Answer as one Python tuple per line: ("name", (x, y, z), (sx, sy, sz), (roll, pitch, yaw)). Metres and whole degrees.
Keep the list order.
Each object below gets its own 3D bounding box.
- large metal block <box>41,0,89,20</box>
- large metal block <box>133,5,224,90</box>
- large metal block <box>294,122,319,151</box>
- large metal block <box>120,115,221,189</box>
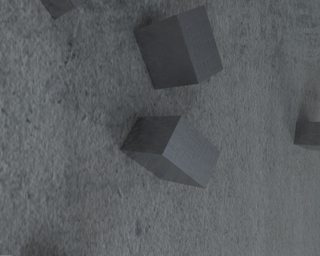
("large metal block", (-0.091, -0.170, 0.313), (0.080, 0.050, 0.080), (-47, 118, -30))
("large metal block", (0.022, -0.098, 0.390), (0.050, 0.080, 0.080), (-33, 111, -35))
("large metal block", (0.349, 0.019, 0.666), (0.081, 0.080, 0.050), (15, 81, -39))
("large metal block", (0.013, 0.029, 0.382), (0.080, 0.080, 0.050), (41, 65, -33))
